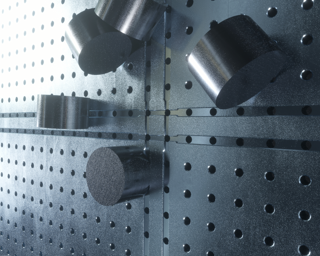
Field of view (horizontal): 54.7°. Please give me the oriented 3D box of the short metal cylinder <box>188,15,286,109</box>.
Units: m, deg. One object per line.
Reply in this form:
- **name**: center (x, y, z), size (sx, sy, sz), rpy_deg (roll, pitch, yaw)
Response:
- **short metal cylinder**: center (0.076, -0.064, 0.310), size (0.080, 0.081, 0.050), rpy_deg (-47, 63, 30)

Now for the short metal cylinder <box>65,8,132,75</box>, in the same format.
- **short metal cylinder**: center (-0.088, -0.122, 0.444), size (0.080, 0.081, 0.050), rpy_deg (-46, 63, 30)

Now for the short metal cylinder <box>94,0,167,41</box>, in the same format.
- **short metal cylinder**: center (-0.037, -0.156, 0.402), size (0.080, 0.081, 0.050), rpy_deg (47, 118, 29)

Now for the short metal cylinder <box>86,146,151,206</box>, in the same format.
- **short metal cylinder**: center (-0.060, 0.066, 0.440), size (0.080, 0.050, 0.079), rpy_deg (0, 90, 39)

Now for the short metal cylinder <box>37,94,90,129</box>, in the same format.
- **short metal cylinder**: center (-0.155, -0.026, 0.498), size (0.080, 0.081, 0.050), rpy_deg (6, 94, 39)
